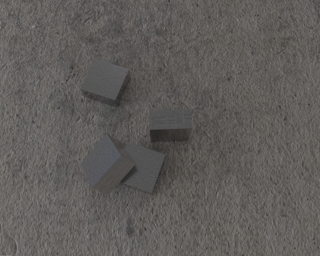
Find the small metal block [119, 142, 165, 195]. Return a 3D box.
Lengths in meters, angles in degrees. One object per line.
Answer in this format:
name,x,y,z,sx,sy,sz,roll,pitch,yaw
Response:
small metal block,-0.025,0.051,0.389,0.050,0.025,0.050,18,71,6

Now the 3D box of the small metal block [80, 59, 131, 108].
small metal block,-0.074,-0.062,0.430,0.050,0.025,0.050,18,71,6

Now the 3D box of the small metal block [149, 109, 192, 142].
small metal block,0.012,-0.002,0.396,0.050,0.050,0.025,-2,70,-1

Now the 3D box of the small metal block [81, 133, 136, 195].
small metal block,-0.063,0.043,0.372,0.050,0.025,0.050,-49,41,5
